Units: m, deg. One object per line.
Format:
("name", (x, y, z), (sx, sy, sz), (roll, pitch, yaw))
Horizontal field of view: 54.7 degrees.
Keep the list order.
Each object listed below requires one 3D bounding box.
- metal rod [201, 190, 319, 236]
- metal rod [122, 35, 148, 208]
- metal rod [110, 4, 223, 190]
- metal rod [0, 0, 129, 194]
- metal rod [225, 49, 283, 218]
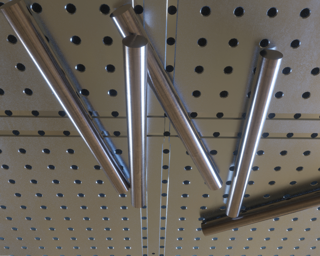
("metal rod", (0.215, 0.135, 0.530), (0.300, 0.025, 0.025), (-21, 127, 16))
("metal rod", (-0.030, 0.019, 0.409), (0.025, 0.025, 0.298), (1, 136, -2))
("metal rod", (0.024, -0.015, 0.399), (0.025, 0.025, 0.299), (-20, 128, 15))
("metal rod", (-0.103, -0.014, 0.397), (0.025, 0.025, 0.299), (-14, 129, 11))
("metal rod", (0.124, 0.032, 0.440), (0.025, 0.025, 0.298), (-1, 130, 0))
